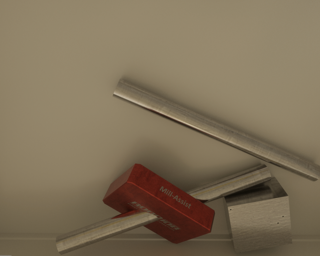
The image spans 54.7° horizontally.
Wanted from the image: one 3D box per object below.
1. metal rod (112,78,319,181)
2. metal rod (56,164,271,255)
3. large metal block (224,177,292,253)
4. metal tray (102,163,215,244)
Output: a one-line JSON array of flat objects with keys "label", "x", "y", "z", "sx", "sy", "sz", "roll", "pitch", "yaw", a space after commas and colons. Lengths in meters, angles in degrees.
[{"label": "metal rod", "x": 0.082, "y": 0.006, "z": 0.414, "sx": 0.302, "sy": 0.025, "sz": 0.025, "roll": 23, "pitch": 108, "yaw": -9}, {"label": "metal rod", "x": 0.008, "y": 0.110, "z": 0.427, "sx": 0.302, "sy": 0.025, "sz": 0.025, "roll": -19, "pitch": 110, "yaw": -4}, {"label": "large metal block", "x": 0.138, "y": 0.125, "z": 0.446, "sx": 0.080, "sy": 0.050, "sz": 0.079, "roll": -11, "pitch": 110, "yaw": 3}, {"label": "metal tray", "x": -0.003, "y": 0.108, "z": 0.425, "sx": 0.130, "sy": 0.030, "sz": 0.090, "roll": 34, "pitch": 139, "yaw": -12}]
